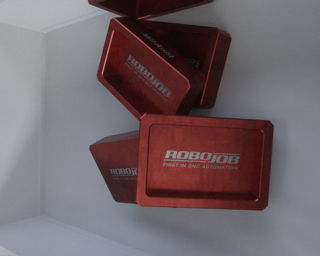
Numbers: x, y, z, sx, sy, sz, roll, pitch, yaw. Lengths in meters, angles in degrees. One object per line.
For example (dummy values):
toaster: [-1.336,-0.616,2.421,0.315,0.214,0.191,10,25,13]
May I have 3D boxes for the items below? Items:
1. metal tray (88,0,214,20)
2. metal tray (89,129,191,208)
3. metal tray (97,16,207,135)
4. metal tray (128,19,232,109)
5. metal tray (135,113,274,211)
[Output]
metal tray: [-0.012,-0.166,0.372,0.130,0.091,0.030,2,91,39]
metal tray: [-0.029,0.051,0.391,0.130,0.030,0.090,-11,106,49]
metal tray: [-0.017,-0.059,0.366,0.130,0.030,0.089,44,133,22]
metal tray: [0.016,-0.082,0.388,0.130,0.030,0.089,21,103,37]
metal tray: [0.043,0.033,0.314,0.131,0.030,0.089,3,93,-4]
